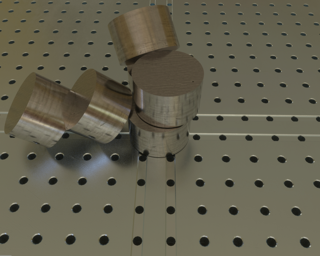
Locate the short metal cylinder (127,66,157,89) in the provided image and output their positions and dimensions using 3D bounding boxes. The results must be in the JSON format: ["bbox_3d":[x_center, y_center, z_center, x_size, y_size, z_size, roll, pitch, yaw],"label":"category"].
[{"bbox_3d":[-0.005,-0.071,0.450,0.081,0.050,0.080,0,50,0],"label":"short metal cylinder"}]

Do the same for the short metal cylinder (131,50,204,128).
[{"bbox_3d":[0.009,-0.047,0.363,0.081,0.050,0.080,0,50,0],"label":"short metal cylinder"}]

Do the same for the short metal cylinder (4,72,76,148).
[{"bbox_3d":[-0.147,-0.021,0.380,0.050,0.080,0.080,26,39,-35],"label":"short metal cylinder"}]

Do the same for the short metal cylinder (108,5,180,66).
[{"bbox_3d":[-0.020,-0.116,0.395,0.081,0.080,0.050,-19,96,-15],"label":"short metal cylinder"}]

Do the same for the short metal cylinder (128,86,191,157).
[{"bbox_3d":[-0.001,-0.009,0.398,0.081,0.050,0.080,0,50,0],"label":"short metal cylinder"}]

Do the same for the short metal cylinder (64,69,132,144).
[{"bbox_3d":[-0.079,-0.026,0.384,0.050,0.080,0.080,26,39,-35],"label":"short metal cylinder"}]
